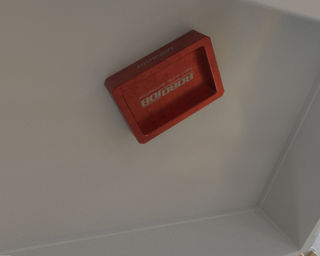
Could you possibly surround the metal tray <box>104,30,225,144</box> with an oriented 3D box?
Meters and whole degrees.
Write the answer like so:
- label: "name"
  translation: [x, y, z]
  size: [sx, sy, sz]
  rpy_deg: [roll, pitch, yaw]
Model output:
- label: "metal tray"
  translation: [0.010, -0.049, 0.381]
  size: [0.131, 0.030, 0.090]
  rpy_deg: [-32, 129, -8]
